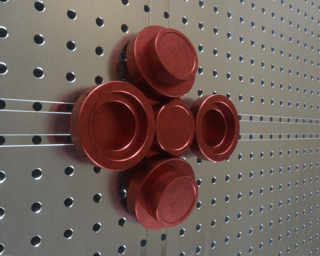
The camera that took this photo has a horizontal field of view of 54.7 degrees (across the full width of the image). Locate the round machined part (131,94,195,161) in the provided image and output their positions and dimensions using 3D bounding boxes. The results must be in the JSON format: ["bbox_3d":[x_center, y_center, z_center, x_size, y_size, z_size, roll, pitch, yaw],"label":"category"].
[{"bbox_3d":[0.008,-0.001,0.405,0.099,0.042,0.097,0,90,-40],"label":"round machined part"}]

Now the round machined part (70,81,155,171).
[{"bbox_3d":[-0.056,-0.002,0.352,0.099,0.042,0.097,0,90,-40],"label":"round machined part"}]

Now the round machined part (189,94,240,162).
[{"bbox_3d":[0.072,0.000,0.460,0.099,0.042,0.097,0,90,-40],"label":"round machined part"}]

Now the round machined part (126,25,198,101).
[{"bbox_3d":[0.010,-0.086,0.393,0.099,0.042,0.098,13,68,-35],"label":"round machined part"}]

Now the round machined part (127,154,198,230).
[{"bbox_3d":[0.010,0.086,0.394,0.099,0.042,0.097,-15,114,-36],"label":"round machined part"}]
